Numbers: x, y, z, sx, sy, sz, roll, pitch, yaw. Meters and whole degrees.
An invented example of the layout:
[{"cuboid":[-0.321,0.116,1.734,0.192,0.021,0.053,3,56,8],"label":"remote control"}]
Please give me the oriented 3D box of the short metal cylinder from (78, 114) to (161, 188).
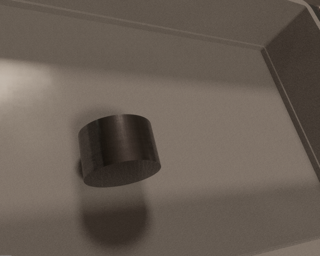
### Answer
[{"cuboid":[-0.044,0.027,0.332,0.081,0.080,0.050,0,62,-29],"label":"short metal cylinder"}]
